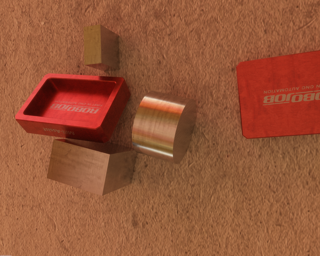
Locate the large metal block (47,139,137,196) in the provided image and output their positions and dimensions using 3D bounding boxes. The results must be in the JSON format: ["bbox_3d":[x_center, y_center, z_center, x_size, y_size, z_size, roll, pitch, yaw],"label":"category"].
[{"bbox_3d":[-0.086,0.046,0.410,0.080,0.080,0.050,13,95,19],"label":"large metal block"}]

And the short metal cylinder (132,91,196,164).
[{"bbox_3d":[0.007,-0.001,0.377,0.050,0.080,0.080,14,95,19],"label":"short metal cylinder"}]

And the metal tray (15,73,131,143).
[{"bbox_3d":[-0.116,-0.031,0.421,0.130,0.030,0.090,6,53,19],"label":"metal tray"}]

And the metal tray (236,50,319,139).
[{"bbox_3d":[0.158,-0.037,0.351,0.130,0.030,0.089,-5,88,19],"label":"metal tray"}]

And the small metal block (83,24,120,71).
[{"bbox_3d":[-0.079,-0.108,0.424,0.025,0.050,0.050,-2,90,20],"label":"small metal block"}]
